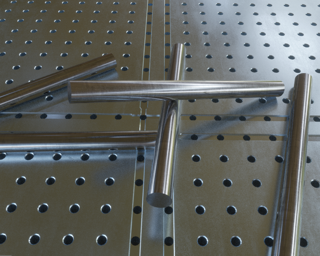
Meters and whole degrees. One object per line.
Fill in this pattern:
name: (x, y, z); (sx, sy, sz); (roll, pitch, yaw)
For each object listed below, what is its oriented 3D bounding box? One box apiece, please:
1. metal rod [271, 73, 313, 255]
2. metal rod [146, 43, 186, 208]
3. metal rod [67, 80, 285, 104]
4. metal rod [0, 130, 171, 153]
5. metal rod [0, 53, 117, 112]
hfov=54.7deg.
metal rod: (0.167, 0.034, 0.381); (0.025, 0.025, 0.301); (16, 52, 13)
metal rod: (0.015, -0.031, 0.407); (0.025, 0.025, 0.300); (5, 42, 4)
metal rod: (0.039, -0.049, 0.397); (0.303, 0.025, 0.025); (-4, 48, -25)
metal rod: (-0.133, 0.018, 0.390); (0.302, 0.025, 0.025); (-1, 50, -2)
metal rod: (-0.202, -0.047, 0.444); (0.302, 0.025, 0.025); (-26, 55, -21)
